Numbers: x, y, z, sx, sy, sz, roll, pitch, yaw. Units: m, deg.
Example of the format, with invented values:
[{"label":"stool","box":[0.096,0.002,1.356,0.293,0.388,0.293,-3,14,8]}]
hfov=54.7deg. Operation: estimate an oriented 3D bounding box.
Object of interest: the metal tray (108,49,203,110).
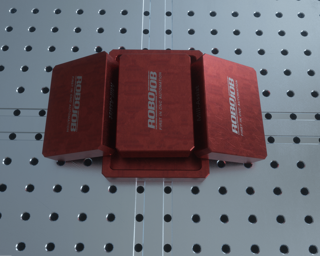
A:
[{"label":"metal tray","box":[-0.006,-0.063,0.432,0.131,0.030,0.090,0,70,-1]}]

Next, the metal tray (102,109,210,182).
[{"label":"metal tray","box":[-0.005,0.022,0.401,0.131,0.030,0.090,0,70,-1]}]

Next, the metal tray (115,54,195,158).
[{"label":"metal tray","box":[-0.006,-0.030,0.388,0.091,0.030,0.130,0,70,-1]}]

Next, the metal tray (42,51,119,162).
[{"label":"metal tray","box":[-0.100,-0.027,0.399,0.090,0.030,0.130,-9,68,24]}]

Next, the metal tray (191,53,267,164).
[{"label":"metal tray","box":[0.087,-0.024,0.399,0.091,0.030,0.130,9,68,-26]}]
